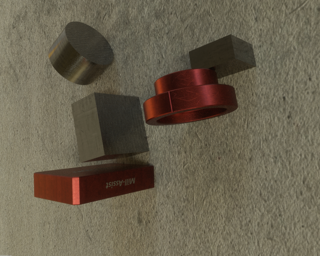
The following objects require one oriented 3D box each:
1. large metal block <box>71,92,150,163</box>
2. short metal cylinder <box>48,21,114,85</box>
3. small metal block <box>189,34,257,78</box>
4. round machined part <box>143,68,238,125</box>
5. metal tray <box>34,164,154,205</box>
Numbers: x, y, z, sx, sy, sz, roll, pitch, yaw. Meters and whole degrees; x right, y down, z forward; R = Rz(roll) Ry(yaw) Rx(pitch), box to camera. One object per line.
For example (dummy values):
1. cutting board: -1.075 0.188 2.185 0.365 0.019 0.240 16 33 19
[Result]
1. large metal block: -0.067 0.000 0.424 0.050 0.081 0.080 -19 78 38
2. short metal cylinder: -0.118 -0.112 0.467 0.050 0.081 0.080 -38 67 33
3. small metal block: 0.068 -0.074 0.333 0.050 0.050 0.025 -14 81 39
4. round machined part: 0.030 -0.033 0.332 0.098 0.099 0.042 -15 81 39
5. metal tray: -0.082 0.068 0.404 0.090 0.131 0.030 -3 89 40
